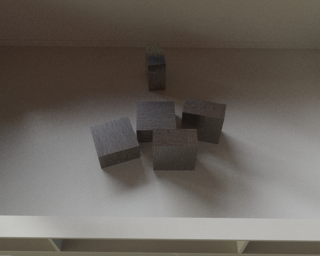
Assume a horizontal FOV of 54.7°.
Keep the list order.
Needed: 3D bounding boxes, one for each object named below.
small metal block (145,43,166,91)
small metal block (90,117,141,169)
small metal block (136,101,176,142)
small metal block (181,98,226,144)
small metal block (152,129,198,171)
[{"bbox_3d":[-0.007,-0.091,0.465,0.025,0.050,0.050,-6,50,-5],"label":"small metal block"},{"bbox_3d":[-0.057,0.017,0.390,0.050,0.025,0.050,-15,52,-13],"label":"small metal block"},{"bbox_3d":[-0.005,-0.009,0.412,0.050,0.025,0.050,-1,50,-1],"label":"small metal block"},{"bbox_3d":[0.054,-0.008,0.396,0.050,0.050,0.025,10,51,8],"label":"small metal block"},{"bbox_3d":[0.017,0.026,0.367,0.050,0.050,0.025,0,50,0],"label":"small metal block"}]
